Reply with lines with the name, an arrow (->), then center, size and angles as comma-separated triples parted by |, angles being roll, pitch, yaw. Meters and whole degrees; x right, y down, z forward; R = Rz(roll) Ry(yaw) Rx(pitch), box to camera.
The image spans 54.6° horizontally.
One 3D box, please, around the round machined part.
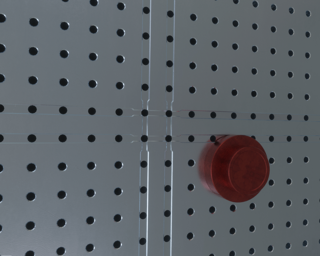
round machined part -> 0.117, 0.059, 0.446 | 0.099, 0.042, 0.097 | 0, 90, -20
